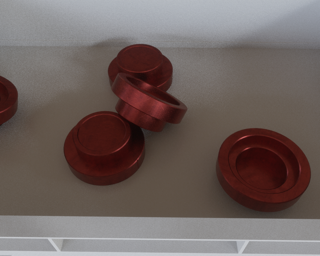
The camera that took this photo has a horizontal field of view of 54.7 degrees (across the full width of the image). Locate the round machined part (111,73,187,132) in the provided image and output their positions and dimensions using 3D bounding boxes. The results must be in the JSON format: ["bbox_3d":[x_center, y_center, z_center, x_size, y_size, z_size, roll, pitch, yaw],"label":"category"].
[{"bbox_3d":[-0.018,-0.029,0.397,0.098,0.042,0.098,27,14,-7],"label":"round machined part"}]

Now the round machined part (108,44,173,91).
[{"bbox_3d":[-0.030,-0.091,0.470,0.099,0.042,0.098,0,50,0],"label":"round machined part"}]

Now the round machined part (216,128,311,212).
[{"bbox_3d":[0.113,0.050,0.352,0.099,0.042,0.098,0,50,0],"label":"round machined part"}]

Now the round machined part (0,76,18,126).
[{"bbox_3d":[-0.240,-0.030,0.405,0.099,0.042,0.098,13,39,-11],"label":"round machined part"}]

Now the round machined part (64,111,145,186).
[{"bbox_3d":[-0.068,0.017,0.379,0.099,0.042,0.098,0,50,0],"label":"round machined part"}]
